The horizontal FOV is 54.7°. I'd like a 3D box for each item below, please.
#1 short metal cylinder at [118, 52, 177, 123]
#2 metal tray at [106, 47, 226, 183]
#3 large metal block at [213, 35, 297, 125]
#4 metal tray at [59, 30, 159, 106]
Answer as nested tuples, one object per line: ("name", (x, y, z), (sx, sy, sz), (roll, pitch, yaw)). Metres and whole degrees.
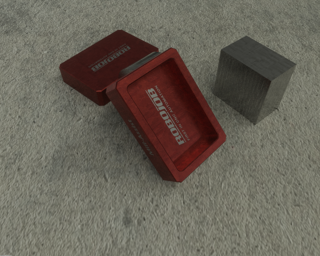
("short metal cylinder", (-0.010, -0.054, 0.413), (0.050, 0.080, 0.080), (-37, 59, -27))
("metal tray", (0.011, -0.014, 0.357), (0.090, 0.030, 0.130), (-39, 104, -27))
("large metal block", (0.124, -0.065, 0.423), (0.050, 0.080, 0.080), (-33, 57, -24))
("metal tray", (-0.075, -0.098, 0.482), (0.090, 0.030, 0.131), (33, 57, 24))
